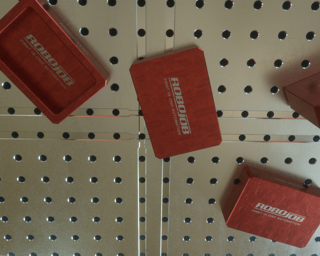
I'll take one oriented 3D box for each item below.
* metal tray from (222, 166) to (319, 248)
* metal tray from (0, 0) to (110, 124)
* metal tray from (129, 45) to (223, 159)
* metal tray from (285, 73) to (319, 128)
[{"bbox_3d":[0.170,0.118,0.457,0.131,0.030,0.089,18,109,-7],"label":"metal tray"},{"bbox_3d":[-0.138,-0.080,0.379,0.090,0.030,0.130,-37,107,12],"label":"metal tray"},{"bbox_3d":[0.022,-0.031,0.400,0.090,0.030,0.129,-14,110,4],"label":"metal tray"},{"bbox_3d":[0.229,-0.050,0.363,0.130,0.090,0.030,-23,109,8],"label":"metal tray"}]
